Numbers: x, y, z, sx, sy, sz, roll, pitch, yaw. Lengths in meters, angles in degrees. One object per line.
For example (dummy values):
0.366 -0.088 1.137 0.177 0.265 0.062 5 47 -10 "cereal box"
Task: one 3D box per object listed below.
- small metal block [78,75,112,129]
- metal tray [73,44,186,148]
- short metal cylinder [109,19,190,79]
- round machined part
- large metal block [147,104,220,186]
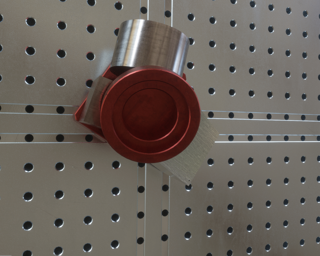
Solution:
-0.067 -0.026 0.342 0.025 0.050 0.050 21 83 -19 "small metal block"
-0.037 -0.040 0.398 0.090 0.030 0.130 36 78 -17 "metal tray"
-0.011 -0.080 0.348 0.081 0.080 0.050 14 85 -20 "short metal cylinder"
-0.011 -0.016 0.321 0.099 0.042 0.097 -3 110 -8 "round machined part"
0.020 0.015 0.389 0.080 0.050 0.080 -58 138 -11 "large metal block"
